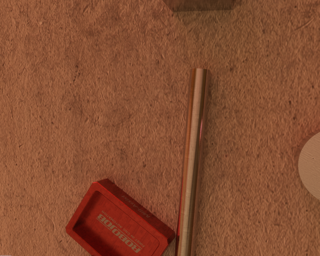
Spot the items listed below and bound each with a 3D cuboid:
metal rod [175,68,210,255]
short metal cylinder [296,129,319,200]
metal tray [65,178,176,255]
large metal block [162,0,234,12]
[{"bbox_3d":[0.039,0.076,0.394,0.025,0.025,0.298,5,92,19],"label":"metal rod"},{"bbox_3d":[0.189,0.038,0.329,0.080,0.050,0.079,0,90,19],"label":"short metal cylinder"},{"bbox_3d":[-0.056,0.143,0.424,0.130,0.030,0.090,35,101,16],"label":"metal tray"},{"bbox_3d":[0.049,-0.192,0.378,0.080,0.050,0.079,5,92,19],"label":"large metal block"}]
